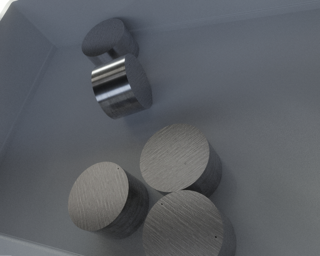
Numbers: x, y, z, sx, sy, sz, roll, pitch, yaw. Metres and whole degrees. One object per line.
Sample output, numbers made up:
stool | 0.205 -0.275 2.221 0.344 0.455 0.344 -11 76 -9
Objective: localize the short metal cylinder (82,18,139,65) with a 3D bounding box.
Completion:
short metal cylinder | -0.082 -0.134 0.515 0.080 0.050 0.080 -13 56 21

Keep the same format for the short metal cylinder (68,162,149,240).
short metal cylinder | -0.060 0.087 0.368 0.080 0.050 0.080 -13 56 21

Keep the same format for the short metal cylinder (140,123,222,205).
short metal cylinder | 0.025 0.042 0.351 0.080 0.050 0.080 -13 56 21

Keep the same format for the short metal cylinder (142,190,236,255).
short metal cylinder | 0.030 0.108 0.308 0.080 0.050 0.080 -13 56 21

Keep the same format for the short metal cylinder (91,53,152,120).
short metal cylinder | -0.051 -0.057 0.432 0.050 0.080 0.080 -18 55 18
